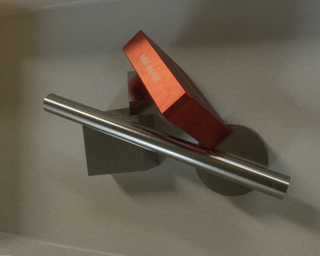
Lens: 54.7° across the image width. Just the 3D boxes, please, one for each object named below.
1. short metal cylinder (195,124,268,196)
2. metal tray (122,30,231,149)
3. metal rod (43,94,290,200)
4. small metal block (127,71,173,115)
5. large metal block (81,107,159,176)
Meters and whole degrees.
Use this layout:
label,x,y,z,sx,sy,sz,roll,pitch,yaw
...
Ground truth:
label,x,y,z,sx,sy,sz,roll,pitch,yaw
short metal cylinder,0.086,0.035,0.365,0.080,0.050,0.079,0,90,19
metal tray,0.016,-0.044,0.342,0.030,0.090,0.130,-42,47,14
metal rod,-0.009,0.014,0.357,0.301,0.025,0.025,19,96,18
small metal block,-0.013,-0.044,0.377,0.050,0.025,0.050,-3,53,-7
large metal block,-0.052,0.017,0.413,0.080,0.050,0.080,-8,87,19
